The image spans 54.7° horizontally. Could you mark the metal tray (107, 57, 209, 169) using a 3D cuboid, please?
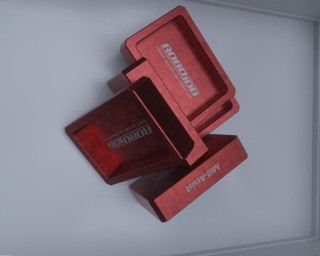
[{"bbox_3d":[-0.006,-0.015,0.372,0.030,0.090,0.130,-39,103,-16],"label":"metal tray"}]

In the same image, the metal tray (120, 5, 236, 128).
[{"bbox_3d":[0.024,-0.071,0.384,0.090,0.030,0.130,-38,102,-16],"label":"metal tray"}]

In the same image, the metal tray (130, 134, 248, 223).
[{"bbox_3d":[0.033,0.055,0.388,0.131,0.090,0.030,-34,102,-17],"label":"metal tray"}]

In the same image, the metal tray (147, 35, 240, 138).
[{"bbox_3d":[0.040,-0.055,0.423,0.090,0.030,0.130,-36,101,-15],"label":"metal tray"}]

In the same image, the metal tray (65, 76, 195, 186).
[{"bbox_3d":[-0.038,0.010,0.341,0.090,0.130,0.030,55,43,-12],"label":"metal tray"}]
